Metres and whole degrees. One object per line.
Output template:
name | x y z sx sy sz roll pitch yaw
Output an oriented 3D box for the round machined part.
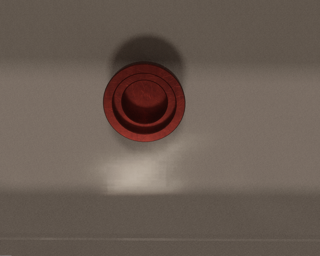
round machined part | -0.019 -0.035 0.389 0.099 0.042 0.097 0 110 -1
